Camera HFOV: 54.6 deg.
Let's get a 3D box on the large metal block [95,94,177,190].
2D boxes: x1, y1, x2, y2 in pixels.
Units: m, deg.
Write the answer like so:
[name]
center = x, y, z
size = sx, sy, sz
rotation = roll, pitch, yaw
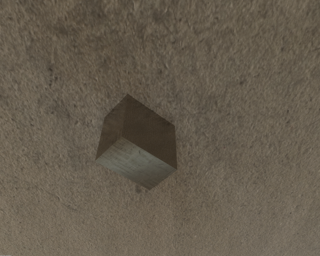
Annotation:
[large metal block]
center = -0.027, 0.017, 0.385
size = 0.080, 0.080, 0.050
rotation = 34, 122, -25
